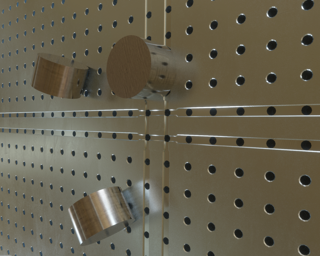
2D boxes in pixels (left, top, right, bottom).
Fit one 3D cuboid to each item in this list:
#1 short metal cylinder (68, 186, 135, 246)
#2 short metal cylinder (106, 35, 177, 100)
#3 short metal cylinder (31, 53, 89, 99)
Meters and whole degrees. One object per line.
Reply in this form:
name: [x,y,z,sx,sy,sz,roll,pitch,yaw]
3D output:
short metal cylinder: [-0.082,0.125,0.439,0.080,0.081,0.050,-42,65,32]
short metal cylinder: [-0.025,-0.078,0.412,0.080,0.050,0.079,0,90,39]
short metal cylinder: [-0.163,-0.085,0.505,0.080,0.081,0.050,31,109,35]
